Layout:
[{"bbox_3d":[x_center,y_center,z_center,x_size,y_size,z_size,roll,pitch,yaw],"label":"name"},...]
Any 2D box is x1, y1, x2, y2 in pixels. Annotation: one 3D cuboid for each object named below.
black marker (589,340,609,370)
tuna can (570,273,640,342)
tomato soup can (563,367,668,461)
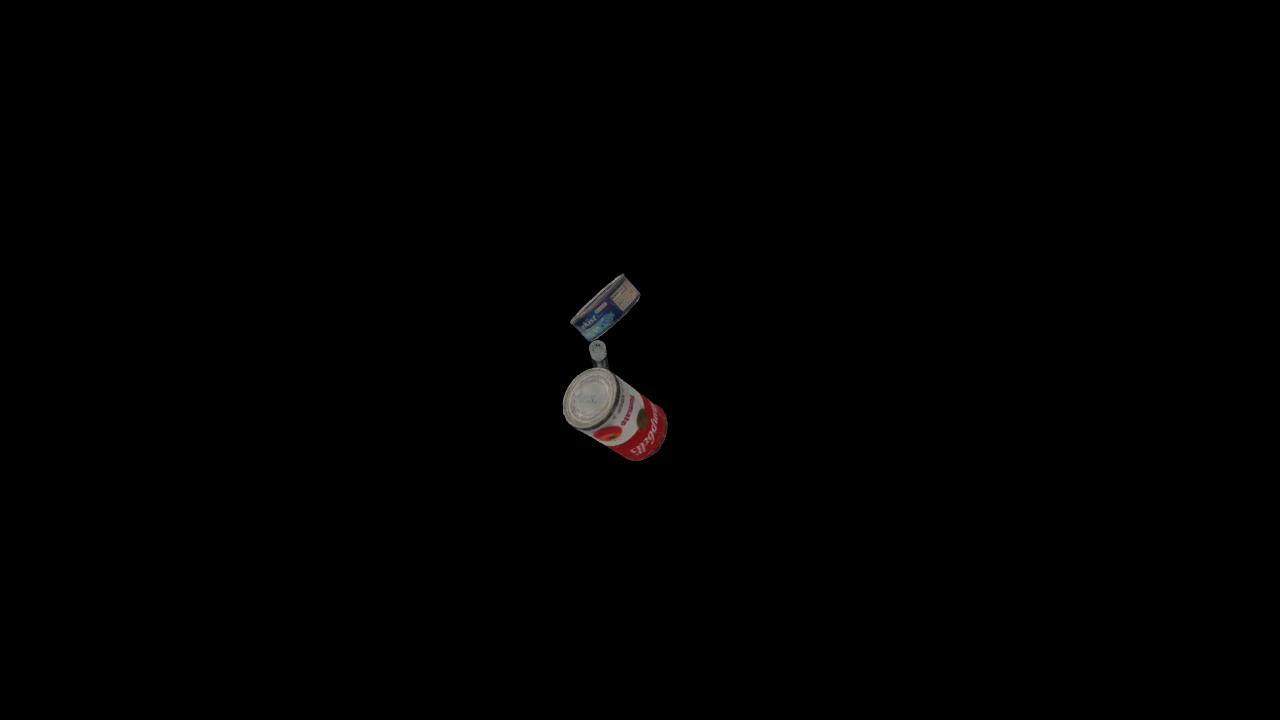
[{"bbox_3d":[-0.045,0.014,0.727,0.020,0.020,0.121,0,-28,2],"label":"black marker"},{"bbox_3d":[-0.039,-0.060,0.710,0.084,0.034,0.084,-41,11,10],"label":"tuna can"},{"bbox_3d":[-0.024,0.056,0.635,0.068,0.068,0.101,0,-26,35],"label":"tomato soup can"}]
